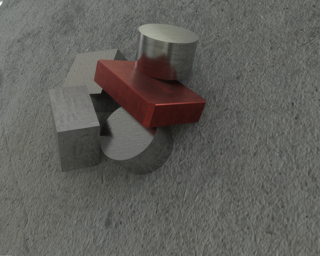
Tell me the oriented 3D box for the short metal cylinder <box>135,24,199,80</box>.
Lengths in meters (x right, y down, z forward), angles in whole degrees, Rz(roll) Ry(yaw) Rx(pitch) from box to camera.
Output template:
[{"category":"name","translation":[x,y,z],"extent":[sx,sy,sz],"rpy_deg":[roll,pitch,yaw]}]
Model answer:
[{"category":"short metal cylinder","translation":[0.008,-0.106,0.425],"extent":[0.081,0.050,0.080],"rpy_deg":[7,33,-4]}]

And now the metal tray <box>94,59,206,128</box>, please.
[{"category":"metal tray","translation":[-0.016,-0.049,0.404],"extent":[0.130,0.091,0.030],"rpy_deg":[41,125,39]}]

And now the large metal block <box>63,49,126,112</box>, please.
[{"category":"large metal block","translation":[-0.097,-0.072,0.481],"extent":[0.080,0.050,0.080],"rpy_deg":[1,62,28]}]

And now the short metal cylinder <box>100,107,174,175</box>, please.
[{"category":"short metal cylinder","translation":[-0.029,0.014,0.397],"extent":[0.080,0.050,0.080],"rpy_deg":[-13,56,21]}]

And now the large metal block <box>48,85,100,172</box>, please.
[{"category":"large metal block","translation":[-0.117,0.000,0.422],"extent":[0.050,0.079,0.080],"rpy_deg":[-10,49,-21]}]
